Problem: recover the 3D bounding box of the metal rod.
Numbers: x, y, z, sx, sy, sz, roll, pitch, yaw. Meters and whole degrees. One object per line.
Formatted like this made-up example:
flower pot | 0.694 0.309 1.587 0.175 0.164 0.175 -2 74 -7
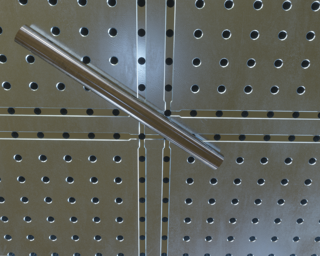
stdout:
metal rod | -0.042 -0.033 0.400 0.301 0.025 0.025 33 107 -12
